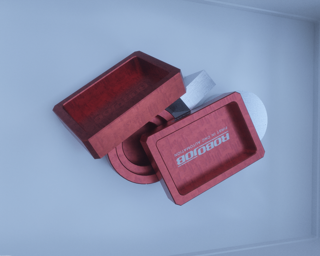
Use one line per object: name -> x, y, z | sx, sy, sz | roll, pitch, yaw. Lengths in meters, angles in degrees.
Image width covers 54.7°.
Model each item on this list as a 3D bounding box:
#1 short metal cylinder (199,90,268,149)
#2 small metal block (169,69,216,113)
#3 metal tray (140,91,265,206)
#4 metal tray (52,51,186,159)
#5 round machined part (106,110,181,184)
short metal cylinder -> 0.101, -0.011, 0.434 | 0.081, 0.050, 0.079 | 0, 90, -21
small metal block -> 0.038, -0.048, 0.410 | 0.050, 0.050, 0.025 | -45, 105, -16
metal tray -> 0.053, 0.022, 0.376 | 0.131, 0.030, 0.090 | -27, 99, -14
metal tray -> -0.046, -0.033, 0.356 | 0.131, 0.090, 0.030 | -38, 135, -17
round machined part -> -0.023, 0.019, 0.394 | 0.099, 0.042, 0.097 | 0, 90, -21
